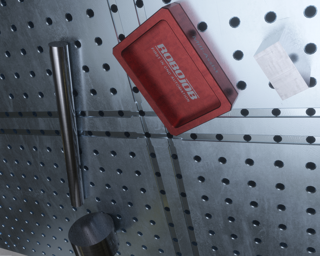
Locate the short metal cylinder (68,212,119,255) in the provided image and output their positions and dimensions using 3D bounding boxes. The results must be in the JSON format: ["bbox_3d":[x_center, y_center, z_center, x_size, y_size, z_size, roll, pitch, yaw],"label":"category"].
[{"bbox_3d":[-0.118,0.199,0.559,0.080,0.080,0.050,5,120,25],"label":"short metal cylinder"}]

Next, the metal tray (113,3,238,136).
[{"bbox_3d":[0.017,-0.063,0.359,0.090,0.030,0.130,-28,104,37],"label":"metal tray"}]

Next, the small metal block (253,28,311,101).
[{"bbox_3d":[0.118,-0.062,0.295,0.025,0.050,0.050,-30,102,37],"label":"small metal block"}]

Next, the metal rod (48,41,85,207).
[{"bbox_3d":[-0.144,0.013,0.492,0.025,0.025,0.298,16,125,18],"label":"metal rod"}]
